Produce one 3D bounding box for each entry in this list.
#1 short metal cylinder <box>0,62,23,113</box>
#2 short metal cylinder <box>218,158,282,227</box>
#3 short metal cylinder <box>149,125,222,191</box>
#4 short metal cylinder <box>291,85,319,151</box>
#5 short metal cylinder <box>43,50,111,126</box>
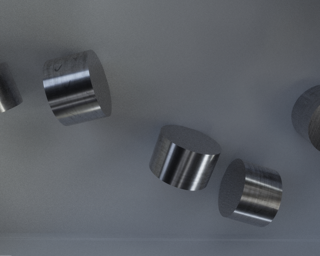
[{"bbox_3d":[-0.212,-0.042,0.364,0.080,0.080,0.050,-14,110,4],"label":"short metal cylinder"},{"bbox_3d":[0.118,0.086,0.416,0.050,0.080,0.079,18,109,-7],"label":"short metal cylinder"},{"bbox_3d":[0.032,0.036,0.396,0.080,0.080,0.050,16,109,-6],"label":"short metal cylinder"},{"bbox_3d":[0.219,-0.012,0.397,0.081,0.050,0.079,0,110,-1],"label":"short metal cylinder"},{"bbox_3d":[-0.094,-0.046,0.364,0.050,0.080,0.080,-13,110,4],"label":"short metal cylinder"}]
